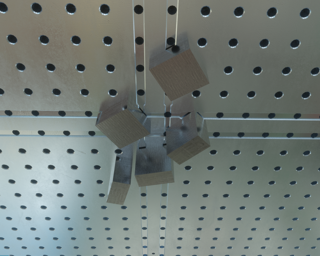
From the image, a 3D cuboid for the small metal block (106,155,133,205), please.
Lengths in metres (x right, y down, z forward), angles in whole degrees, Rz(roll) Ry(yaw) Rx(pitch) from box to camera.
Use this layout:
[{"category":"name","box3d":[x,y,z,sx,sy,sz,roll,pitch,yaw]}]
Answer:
[{"category":"small metal block","box3d":[-0.060,0.078,0.461,0.025,0.050,0.050,12,129,-11]}]

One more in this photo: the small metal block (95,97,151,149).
[{"category":"small metal block","box3d":[-0.047,-0.006,0.406,0.050,0.025,0.050,-27,126,20]}]

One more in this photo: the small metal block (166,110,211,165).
[{"category":"small metal block","box3d":[0.035,0.012,0.407,0.050,0.050,0.025,-35,122,25]}]

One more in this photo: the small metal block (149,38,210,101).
[{"category":"small metal block","box3d":[0.022,-0.066,0.356,0.050,0.025,0.050,-24,127,19]}]

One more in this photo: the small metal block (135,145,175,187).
[{"category":"small metal block","box3d":[-0.007,0.053,0.441,0.050,0.050,0.025,-9,130,7]}]
